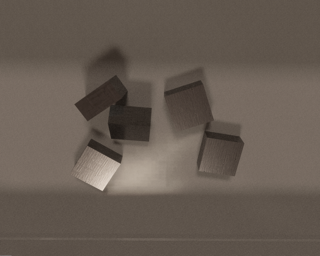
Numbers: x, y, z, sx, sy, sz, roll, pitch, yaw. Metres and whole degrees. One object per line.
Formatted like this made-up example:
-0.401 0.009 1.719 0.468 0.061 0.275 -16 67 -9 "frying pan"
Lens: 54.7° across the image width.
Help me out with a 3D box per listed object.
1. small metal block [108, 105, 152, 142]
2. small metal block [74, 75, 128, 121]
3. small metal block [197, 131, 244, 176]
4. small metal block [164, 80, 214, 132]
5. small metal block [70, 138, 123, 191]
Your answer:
-0.037 -0.005 0.394 0.050 0.050 0.025 4 66 -2 "small metal block"
-0.071 -0.038 0.382 0.050 0.050 0.025 -33 103 11 "small metal block"
0.082 0.035 0.426 0.050 0.025 0.050 9 110 -4 "small metal block"
0.037 -0.028 0.401 0.050 0.025 0.050 -18 109 6 "small metal block"
-0.087 0.051 0.429 0.050 0.025 0.050 31 107 -11 "small metal block"
